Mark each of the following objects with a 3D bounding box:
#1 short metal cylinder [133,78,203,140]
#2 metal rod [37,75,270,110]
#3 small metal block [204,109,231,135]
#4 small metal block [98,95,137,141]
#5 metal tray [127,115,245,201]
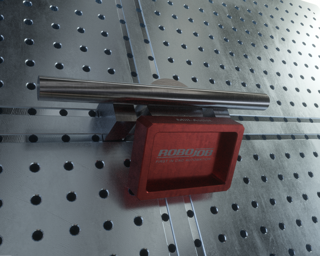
[{"bbox_3d":[0.009,-0.018,0.407,0.081,0.050,0.080,14,56,-21],"label":"short metal cylinder"},{"bbox_3d":[0.014,-0.038,0.375,0.303,0.025,0.025,0,62,-28],"label":"metal rod"},{"bbox_3d":[0.071,-0.015,0.440,0.025,0.050,0.050,-1,62,-29],"label":"small metal block"},{"bbox_3d":[-0.053,-0.018,0.375,0.025,0.050,0.050,-1,62,-29],"label":"small metal block"},{"bbox_3d":[0.032,0.033,0.366,0.131,0.089,0.030,0,18,-28],"label":"metal tray"}]
